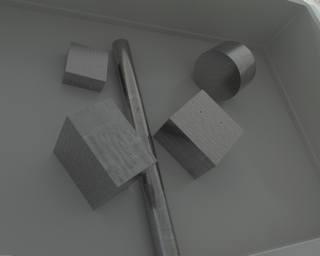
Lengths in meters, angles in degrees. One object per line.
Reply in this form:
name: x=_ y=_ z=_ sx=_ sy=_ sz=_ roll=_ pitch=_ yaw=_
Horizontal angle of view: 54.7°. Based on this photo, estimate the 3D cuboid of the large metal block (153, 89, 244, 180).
large metal block: x=0.052 y=0.008 z=0.415 sx=0.080 sy=0.050 sz=0.080 roll=46 pitch=51 yaw=3

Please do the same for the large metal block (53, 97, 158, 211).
large metal block: x=-0.060 y=0.029 z=0.321 sx=0.050 sy=0.080 sz=0.080 roll=-30 pitch=79 yaw=-38

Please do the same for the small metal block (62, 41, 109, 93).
small metal block: x=-0.096 y=-0.079 z=0.403 sx=0.050 sy=0.025 sz=0.050 roll=12 pitch=57 yaw=-22

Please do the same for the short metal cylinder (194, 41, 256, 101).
short metal cylinder: x=0.101 y=-0.089 z=0.481 sx=0.080 sy=0.080 sz=0.050 roll=49 pitch=51 yaw=6

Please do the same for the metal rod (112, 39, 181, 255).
metal rod: x=-0.023 y=0.011 z=0.387 sx=0.025 sy=0.025 sz=0.299 roll=0 pitch=62 yaw=-29
